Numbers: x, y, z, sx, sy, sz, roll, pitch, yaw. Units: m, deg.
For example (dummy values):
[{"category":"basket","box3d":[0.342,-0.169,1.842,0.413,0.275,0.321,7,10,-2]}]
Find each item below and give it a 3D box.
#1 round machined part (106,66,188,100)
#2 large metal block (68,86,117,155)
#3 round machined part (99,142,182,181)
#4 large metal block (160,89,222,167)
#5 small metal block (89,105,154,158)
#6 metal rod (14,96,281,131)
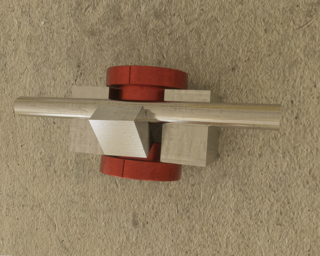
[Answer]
[{"category":"round machined part","box3d":[-0.016,-0.047,0.377,0.098,0.098,0.042,4,92,20]},{"category":"large metal block","box3d":[-0.072,-0.010,0.406,0.050,0.080,0.079,5,92,20]},{"category":"round machined part","box3d":[-0.022,0.036,0.379,0.098,0.098,0.042,5,87,20]},{"category":"large metal block","box3d":[0.040,-0.001,0.367,0.050,0.080,0.079,4,92,20]},{"category":"small metal block","box3d":[-0.039,0.003,0.324,0.050,0.025,0.050,2,131,21]},{"category":"metal rod","box3d":[-0.031,-0.018,0.336,0.301,0.025,0.025,4,91,20]}]
